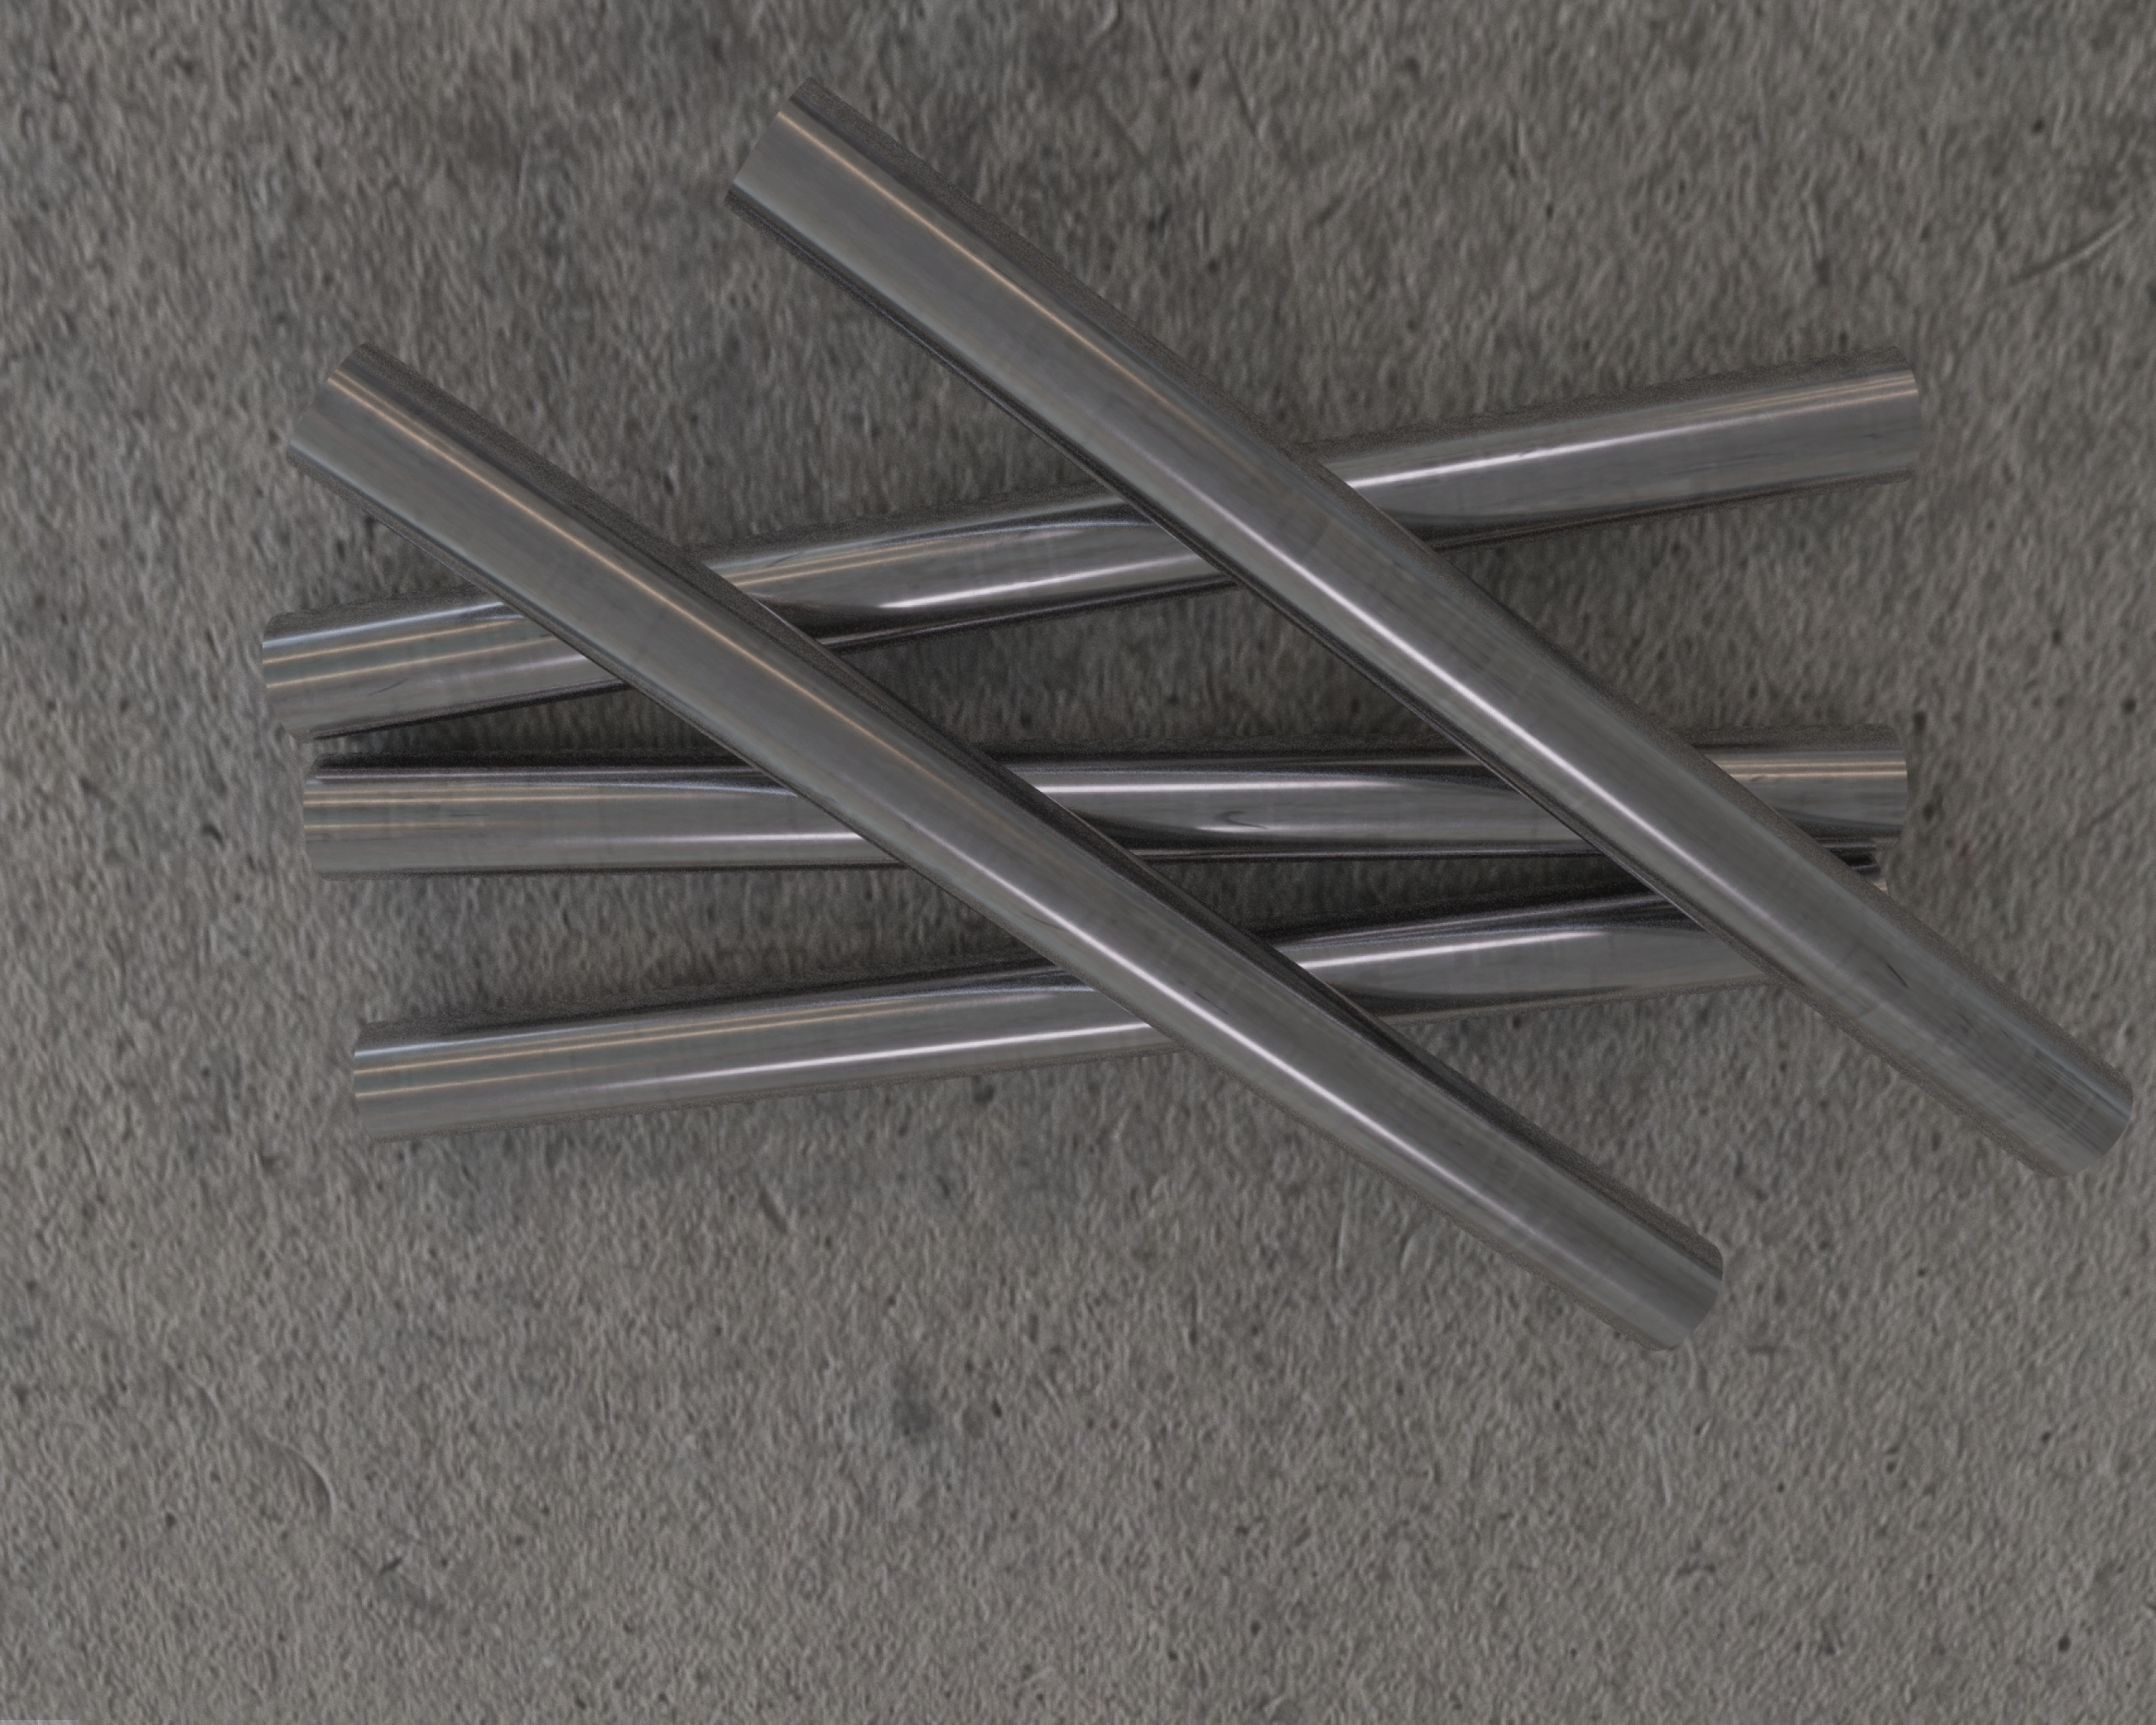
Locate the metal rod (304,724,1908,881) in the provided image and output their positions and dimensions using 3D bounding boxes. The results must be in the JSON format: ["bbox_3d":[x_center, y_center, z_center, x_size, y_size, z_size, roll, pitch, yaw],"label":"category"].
[{"bbox_3d":[0.005,-0.012,0.405,0.302,0.025,0.025,-1,110,0],"label":"metal rod"}]

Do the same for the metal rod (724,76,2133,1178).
[{"bbox_3d":[0.071,-0.033,0.369,0.301,0.025,0.025,35,106,-12],"label":"metal rod"}]

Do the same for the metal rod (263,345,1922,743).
[{"bbox_3d":[0.000,-0.058,0.388,0.302,0.025,0.025,-9,110,3],"label":"metal rod"}]

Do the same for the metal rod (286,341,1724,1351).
[{"bbox_3d":[-0.003,0.004,0.383,0.301,0.025,0.025,34,107,-12],"label":"metal rod"}]

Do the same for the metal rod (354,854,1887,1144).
[{"bbox_3d":[0.008,0.027,0.419,0.302,0.025,0.025,-7,110,2],"label":"metal rod"}]
